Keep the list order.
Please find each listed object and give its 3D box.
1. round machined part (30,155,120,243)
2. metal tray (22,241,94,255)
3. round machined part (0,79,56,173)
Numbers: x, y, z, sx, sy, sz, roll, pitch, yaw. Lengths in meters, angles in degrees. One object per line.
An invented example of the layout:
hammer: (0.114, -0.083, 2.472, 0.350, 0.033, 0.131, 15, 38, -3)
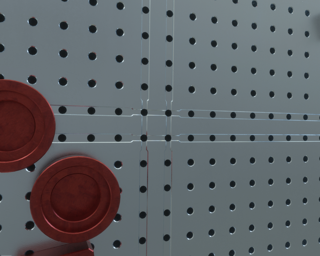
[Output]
round machined part: (-0.100, 0.080, 0.367, 0.099, 0.042, 0.097, 0, 90, -20)
metal tray: (-0.118, 0.210, 0.367, 0.091, 0.030, 0.129, -8, 93, -20)
round machined part: (-0.168, -0.002, 0.342, 0.099, 0.042, 0.097, 0, 90, -20)
